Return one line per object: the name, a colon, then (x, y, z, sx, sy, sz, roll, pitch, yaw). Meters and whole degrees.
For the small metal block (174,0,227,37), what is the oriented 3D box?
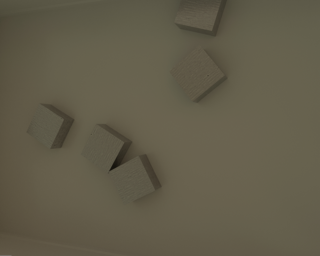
small metal block: (0.052, -0.149, 0.392, 0.050, 0.025, 0.050, 19, 96, 19)

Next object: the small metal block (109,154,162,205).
small metal block: (-0.034, 0.070, 0.422, 0.050, 0.025, 0.050, -29, 81, 17)

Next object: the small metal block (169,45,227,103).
small metal block: (0.049, -0.068, 0.393, 0.050, 0.025, 0.050, -39, 78, 15)

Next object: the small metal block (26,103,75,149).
small metal block: (-0.166, -0.003, 0.469, 0.050, 0.025, 0.050, 31, 100, 17)

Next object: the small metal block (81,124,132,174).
small metal block: (-0.076, 0.028, 0.437, 0.050, 0.025, 0.050, 32, 100, 17)
